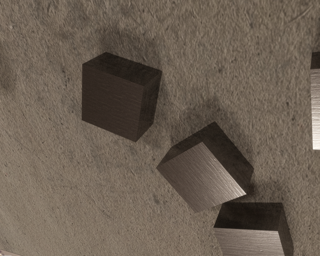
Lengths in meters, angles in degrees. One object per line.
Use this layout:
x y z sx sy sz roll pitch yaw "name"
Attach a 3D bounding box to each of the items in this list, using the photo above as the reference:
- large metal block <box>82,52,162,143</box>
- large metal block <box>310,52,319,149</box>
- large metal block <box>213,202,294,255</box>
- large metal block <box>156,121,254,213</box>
-0.050 -0.040 0.391 0.080 0.050 0.079 21 126 15 "large metal block"
0.182 -0.027 0.278 0.080 0.050 0.080 -1 118 28 "large metal block"
0.127 0.147 0.414 0.080 0.050 0.080 -8 115 31 "large metal block"
0.057 0.051 0.391 0.080 0.050 0.080 -34 99 38 "large metal block"
